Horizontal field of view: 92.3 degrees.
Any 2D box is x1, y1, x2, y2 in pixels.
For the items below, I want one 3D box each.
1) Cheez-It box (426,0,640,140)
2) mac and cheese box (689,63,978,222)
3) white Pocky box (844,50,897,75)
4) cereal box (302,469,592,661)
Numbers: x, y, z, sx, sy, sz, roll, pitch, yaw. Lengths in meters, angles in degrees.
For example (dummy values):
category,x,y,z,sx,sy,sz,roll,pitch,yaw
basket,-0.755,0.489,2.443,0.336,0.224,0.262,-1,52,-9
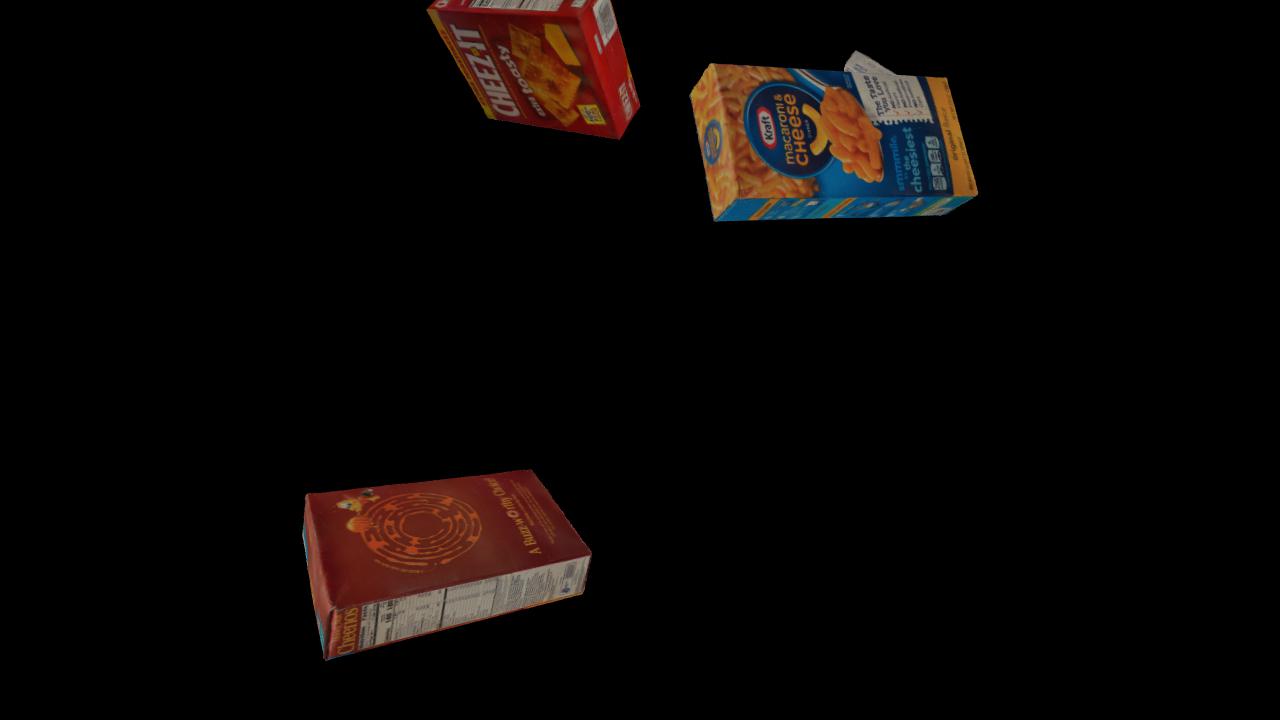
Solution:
category,x,y,z,sx,sy,sz,roll,pitch,yaw
Cheez-It box,-0.125,-0.369,0.755,0.223,0.071,0.166,18,-23,24
mac and cheese box,0.131,-0.143,0.411,0.184,0.093,0.041,-6,-9,-18
white Pocky box,0.315,-0.352,0.842,0.084,0.028,0.154,39,5,14
cereal box,-0.241,0.233,0.769,0.306,0.081,0.203,-1,25,-35
